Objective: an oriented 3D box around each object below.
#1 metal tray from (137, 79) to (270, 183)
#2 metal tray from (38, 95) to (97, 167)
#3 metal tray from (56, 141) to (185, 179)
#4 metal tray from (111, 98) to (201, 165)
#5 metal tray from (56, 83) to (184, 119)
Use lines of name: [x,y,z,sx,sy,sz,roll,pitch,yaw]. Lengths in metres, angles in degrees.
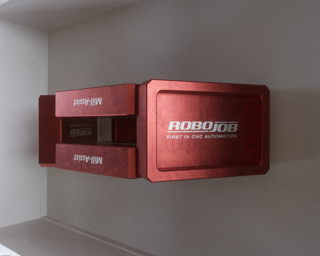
metal tray: [0.044,0.002,0.301,0.030,0.131,0.089,-179,88,-69]
metal tray: [-0.126,0.003,0.443,0.030,0.130,0.089,0,91,8]
metal tray: [-0.048,0.033,0.363,0.130,0.091,0.030,0,90,39]
metal tray: [-0.009,0.003,0.410,0.130,0.030,0.089,0,90,39]
metal tray: [-0.048,-0.027,0.362,0.130,0.091,0.030,1,90,40]
